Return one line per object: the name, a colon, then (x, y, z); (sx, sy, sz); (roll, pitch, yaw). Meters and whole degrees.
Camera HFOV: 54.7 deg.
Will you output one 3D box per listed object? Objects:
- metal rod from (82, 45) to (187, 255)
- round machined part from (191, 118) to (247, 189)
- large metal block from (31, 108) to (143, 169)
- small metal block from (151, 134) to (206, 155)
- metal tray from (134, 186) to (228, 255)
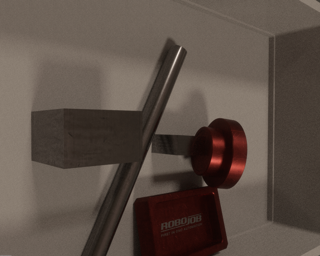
metal rod: (-0.027, 0.025, 0.385); (0.025, 0.025, 0.299); (34, 69, -35)
round machined part: (0.076, 0.034, 0.430); (0.042, 0.098, 0.097); (8, 84, -17)
large metal block: (-0.074, 0.008, 0.310); (0.081, 0.080, 0.050); (-1, 91, -40)
small metal block: (0.024, 0.022, 0.413); (0.050, 0.050, 0.025); (4, 87, -40)
metal tray: (0.032, 0.130, 0.418); (0.131, 0.030, 0.090); (0, 75, -40)
